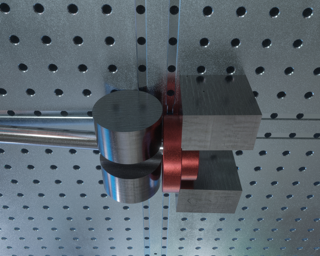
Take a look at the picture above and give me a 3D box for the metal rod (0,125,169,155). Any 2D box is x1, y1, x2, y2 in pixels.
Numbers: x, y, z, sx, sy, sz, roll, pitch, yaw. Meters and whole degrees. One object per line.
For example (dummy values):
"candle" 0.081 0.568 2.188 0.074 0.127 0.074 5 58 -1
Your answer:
"metal rod" -0.121 0.014 0.407 0.302 0.025 0.025 4 130 1

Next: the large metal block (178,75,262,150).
"large metal block" 0.064 -0.020 0.360 0.081 0.080 0.050 0 130 0

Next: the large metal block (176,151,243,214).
"large metal block" 0.063 0.071 0.438 0.081 0.080 0.050 2 130 -2

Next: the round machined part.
"round machined part" 0.024 0.032 0.391 0.042 0.098 0.097 1 130 -1

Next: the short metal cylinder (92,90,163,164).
"short metal cylinder" -0.038 -0.003 0.373 0.081 0.080 0.050 1 131 -1

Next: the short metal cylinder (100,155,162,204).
"short metal cylinder" -0.038 0.055 0.421 0.081 0.080 0.050 1 131 -1
